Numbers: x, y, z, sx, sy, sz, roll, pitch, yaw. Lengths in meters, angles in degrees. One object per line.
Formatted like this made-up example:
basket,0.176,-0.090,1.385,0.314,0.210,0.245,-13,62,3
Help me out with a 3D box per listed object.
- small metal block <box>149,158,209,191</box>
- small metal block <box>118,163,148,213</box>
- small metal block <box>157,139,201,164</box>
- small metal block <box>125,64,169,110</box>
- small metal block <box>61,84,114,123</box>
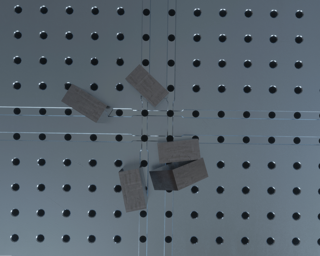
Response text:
small metal block,0.023,0.058,0.391,0.050,0.050,0.025,-16,91,-36
small metal block,-0.033,0.076,0.401,0.025,0.050,0.050,-11,90,0
small metal block,0.023,0.029,0.401,0.050,0.050,0.025,-6,89,0
small metal block,-0.016,-0.051,0.401,0.050,0.050,0.025,44,90,0
small metal block,-0.092,-0.030,0.400,0.050,0.050,0.025,32,90,0
